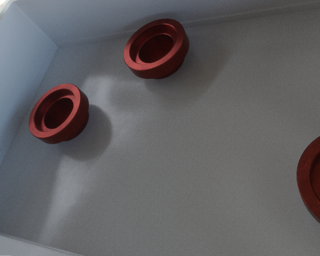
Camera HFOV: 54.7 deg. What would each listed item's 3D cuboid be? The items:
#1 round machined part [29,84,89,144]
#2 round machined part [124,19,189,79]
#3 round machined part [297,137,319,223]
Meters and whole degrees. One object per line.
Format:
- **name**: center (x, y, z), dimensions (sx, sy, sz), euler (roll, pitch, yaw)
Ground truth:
- **round machined part**: center (-0.152, -0.018, 0.486), dimensions (0.098, 0.042, 0.098), euler (-13, 56, 21)
- **round machined part**: center (-0.002, -0.113, 0.465), dimensions (0.098, 0.042, 0.098), euler (-13, 56, 21)
- **round machined part**: center (0.175, 0.050, 0.271), dimensions (0.098, 0.042, 0.098), euler (-15, 55, 22)
